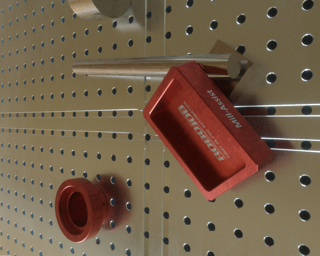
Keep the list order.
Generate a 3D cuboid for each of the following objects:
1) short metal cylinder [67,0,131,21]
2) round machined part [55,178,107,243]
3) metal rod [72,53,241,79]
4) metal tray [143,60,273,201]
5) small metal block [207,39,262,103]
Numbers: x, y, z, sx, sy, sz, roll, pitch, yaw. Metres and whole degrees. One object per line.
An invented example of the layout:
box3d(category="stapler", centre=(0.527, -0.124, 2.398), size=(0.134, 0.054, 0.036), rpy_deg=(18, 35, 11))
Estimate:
box3d(category="short metal cylinder", centre=(-0.087, -0.197, 0.443), size=(0.050, 0.081, 0.079), rpy_deg=(9, 96, 39))
box3d(category="round machined part", centre=(-0.123, 0.128, 0.497), size=(0.098, 0.042, 0.097), rpy_deg=(0, 90, 39))
box3d(category="metal rod", centre=(-0.031, -0.082, 0.413), size=(0.300, 0.025, 0.025), rpy_deg=(11, 97, 45))
box3d(category="metal tray", centre=(0.044, 0.004, 0.333), size=(0.130, 0.030, 0.089), rpy_deg=(52, 141, 13))
box3d(category="small metal block", centre=(0.075, -0.063, 0.346), size=(0.050, 0.025, 0.050), rpy_deg=(46, 117, 30))
